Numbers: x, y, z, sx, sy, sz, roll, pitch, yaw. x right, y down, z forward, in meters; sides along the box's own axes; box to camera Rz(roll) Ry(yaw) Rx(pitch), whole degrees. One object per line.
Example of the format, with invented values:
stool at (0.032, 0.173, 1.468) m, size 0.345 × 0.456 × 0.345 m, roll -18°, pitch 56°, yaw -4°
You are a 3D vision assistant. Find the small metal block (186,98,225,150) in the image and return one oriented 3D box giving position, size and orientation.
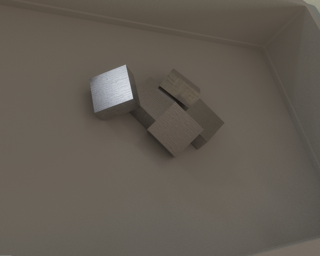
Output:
small metal block at (0.055, -0.006, 0.439) m, size 0.050 × 0.025 × 0.050 m, roll 46°, pitch 51°, yaw 3°

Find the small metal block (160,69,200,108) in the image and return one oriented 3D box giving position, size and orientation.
small metal block at (0.030, -0.058, 0.442) m, size 0.050 × 0.025 × 0.050 m, roll 37°, pitch 16°, yaw -4°

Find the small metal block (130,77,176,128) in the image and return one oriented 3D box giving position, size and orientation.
small metal block at (-0.014, -0.034, 0.418) m, size 0.050 × 0.025 × 0.050 m, roll 44°, pitch 51°, yaw 2°

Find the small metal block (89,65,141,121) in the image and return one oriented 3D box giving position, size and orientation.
small metal block at (-0.056, -0.043, 0.384) m, size 0.050 × 0.025 × 0.050 m, roll -19°, pitch 64°, yaw 11°

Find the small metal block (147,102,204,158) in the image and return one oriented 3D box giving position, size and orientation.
small metal block at (0.019, 0.003, 0.398) m, size 0.050 × 0.025 × 0.050 m, roll 45°, pitch 82°, yaw 3°
